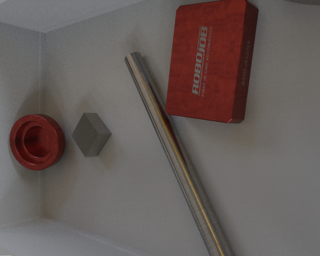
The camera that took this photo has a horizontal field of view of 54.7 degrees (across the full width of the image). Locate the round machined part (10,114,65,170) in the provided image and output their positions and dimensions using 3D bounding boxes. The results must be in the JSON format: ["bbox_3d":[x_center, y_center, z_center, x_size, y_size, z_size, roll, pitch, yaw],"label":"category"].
[{"bbox_3d":[-0.212,0.023,0.551,0.098,0.042,0.097,2,97,15],"label":"round machined part"}]

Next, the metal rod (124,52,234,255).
[{"bbox_3d":[0.019,0.031,0.389,0.025,0.025,0.299,-37,68,34],"label":"metal rod"}]

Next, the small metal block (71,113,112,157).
[{"bbox_3d":[-0.110,0.011,0.495,0.050,0.025,0.050,49,119,28],"label":"small metal block"}]

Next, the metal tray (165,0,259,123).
[{"bbox_3d":[0.056,-0.075,0.356,0.090,0.030,0.129,10,97,39],"label":"metal tray"}]

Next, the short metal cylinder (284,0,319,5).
[{"bbox_3d":[0.128,-0.143,0.265,0.080,0.081,0.050,24,105,37],"label":"short metal cylinder"}]
